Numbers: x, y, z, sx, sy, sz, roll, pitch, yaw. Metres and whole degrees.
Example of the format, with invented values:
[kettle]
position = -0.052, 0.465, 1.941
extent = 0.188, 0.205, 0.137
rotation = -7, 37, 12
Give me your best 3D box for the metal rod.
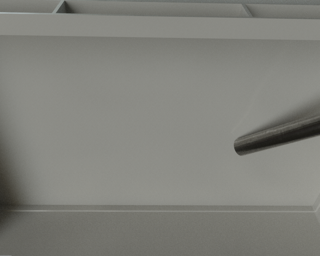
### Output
[metal rod]
position = 0.198, -0.013, 0.320
extent = 0.025, 0.025, 0.299
rotation = 31, 148, -24
